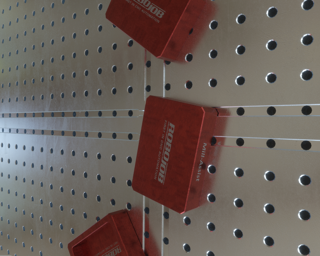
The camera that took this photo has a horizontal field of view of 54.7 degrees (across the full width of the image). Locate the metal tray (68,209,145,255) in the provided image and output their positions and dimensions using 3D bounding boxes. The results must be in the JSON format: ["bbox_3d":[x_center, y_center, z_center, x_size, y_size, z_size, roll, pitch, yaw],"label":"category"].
[{"bbox_3d":[-0.084,0.193,0.472,0.129,0.030,0.090,-41,65,32],"label":"metal tray"}]

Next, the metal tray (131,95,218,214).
[{"bbox_3d":[0.015,0.030,0.392,0.090,0.030,0.129,17,101,38],"label":"metal tray"}]

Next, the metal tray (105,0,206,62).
[{"bbox_3d":[-0.012,-0.160,0.414,0.130,0.030,0.089,44,116,31],"label":"metal tray"}]
